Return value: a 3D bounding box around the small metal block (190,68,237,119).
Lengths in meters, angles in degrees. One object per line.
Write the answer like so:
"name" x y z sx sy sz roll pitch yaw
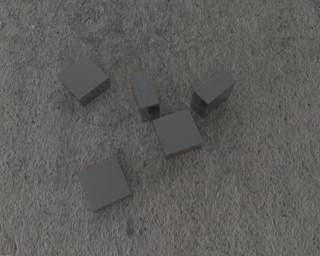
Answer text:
"small metal block" 0.069 -0.045 0.411 0.050 0.050 0.025 -39 75 -13

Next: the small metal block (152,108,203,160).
"small metal block" 0.022 0.008 0.405 0.050 0.025 0.050 -19 71 -7

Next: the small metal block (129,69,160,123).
"small metal block" -0.020 -0.041 0.410 0.025 0.050 0.050 -16 71 -6

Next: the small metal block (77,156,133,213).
"small metal block" -0.067 0.070 0.382 0.050 0.025 0.050 -23 72 -8

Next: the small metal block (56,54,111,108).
"small metal block" -0.105 -0.066 0.431 0.050 0.025 0.050 -40 75 -13
